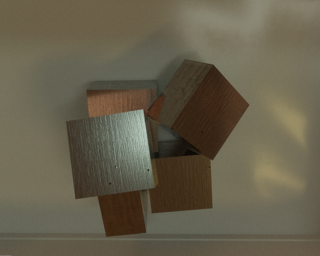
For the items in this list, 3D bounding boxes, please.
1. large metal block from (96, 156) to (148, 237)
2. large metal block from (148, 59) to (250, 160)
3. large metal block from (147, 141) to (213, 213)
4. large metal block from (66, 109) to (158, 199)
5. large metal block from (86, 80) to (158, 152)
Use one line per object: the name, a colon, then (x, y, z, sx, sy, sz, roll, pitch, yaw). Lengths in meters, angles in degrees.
large metal block: (-0.047, 0.083, 0.410, 0.050, 0.080, 0.079, -6, 110, 2)
large metal block: (0.045, -0.021, 0.362, 0.080, 0.050, 0.080, 37, 85, -37)
large metal block: (0.025, 0.064, 0.418, 0.080, 0.050, 0.079, -5, 110, 1)
large metal block: (-0.049, 0.028, 0.337, 0.080, 0.050, 0.080, -9, 85, 3)
large metal block: (-0.043, -0.016, 0.390, 0.081, 0.050, 0.079, -1, 110, 0)
